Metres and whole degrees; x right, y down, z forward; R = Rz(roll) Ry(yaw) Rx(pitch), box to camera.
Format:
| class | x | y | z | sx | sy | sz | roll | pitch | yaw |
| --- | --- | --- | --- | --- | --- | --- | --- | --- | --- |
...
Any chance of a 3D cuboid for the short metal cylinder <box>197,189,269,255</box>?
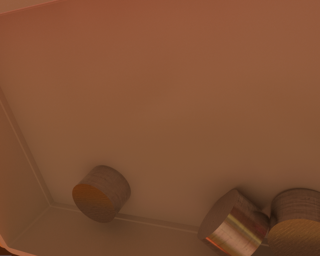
| class | x | y | z | sx | sy | sz | roll | pitch | yaw |
| --- | --- | --- | --- | --- | --- | --- | --- | --- | --- |
| short metal cylinder | 0.094 | 0.127 | 0.402 | 0.050 | 0.080 | 0.080 | 39 | 129 | 2 |

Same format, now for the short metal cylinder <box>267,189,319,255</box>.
| class | x | y | z | sx | sy | sz | roll | pitch | yaw |
| --- | --- | --- | --- | --- | --- | --- | --- | --- | --- |
| short metal cylinder | 0.173 | 0.121 | 0.372 | 0.080 | 0.050 | 0.079 | 11 | 123 | 17 |

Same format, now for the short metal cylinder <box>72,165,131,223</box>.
| class | x | y | z | sx | sy | sz | roll | pitch | yaw |
| --- | --- | --- | --- | --- | --- | --- | --- | --- | --- |
| short metal cylinder | -0.096 | 0.109 | 0.510 | 0.080 | 0.050 | 0.079 | 13 | 124 | 21 |
